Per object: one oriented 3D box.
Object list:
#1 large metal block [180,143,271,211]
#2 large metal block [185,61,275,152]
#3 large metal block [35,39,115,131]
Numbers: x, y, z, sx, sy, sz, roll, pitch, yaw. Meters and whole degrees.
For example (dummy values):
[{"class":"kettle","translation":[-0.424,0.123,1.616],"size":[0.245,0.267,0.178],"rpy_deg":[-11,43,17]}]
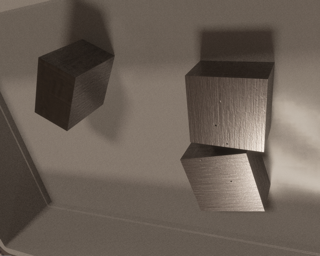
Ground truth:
[{"class":"large metal block","translation":[0.083,0.055,0.382],"size":[0.080,0.050,0.080],"rpy_deg":[-9,114,32]},{"class":"large metal block","translation":[0.076,-0.026,0.336],"size":[0.080,0.050,0.079],"rpy_deg":[7,122,24]},{"class":"large metal block","translation":[-0.108,-0.056,0.393],"size":[0.050,0.080,0.079],"rpy_deg":[29,128,9]}]
